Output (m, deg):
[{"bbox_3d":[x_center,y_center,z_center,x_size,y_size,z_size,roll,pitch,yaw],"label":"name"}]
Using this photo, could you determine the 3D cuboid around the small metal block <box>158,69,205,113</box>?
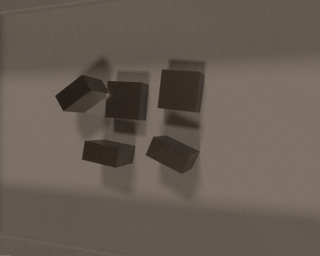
[{"bbox_3d":[0.027,-0.047,0.400,0.050,0.025,0.050,7,92,19],"label":"small metal block"}]

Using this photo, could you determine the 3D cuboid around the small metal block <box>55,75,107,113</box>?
[{"bbox_3d":[-0.107,-0.046,0.434,0.050,0.050,0.025,-34,80,16],"label":"small metal block"}]

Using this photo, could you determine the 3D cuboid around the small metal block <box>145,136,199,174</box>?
[{"bbox_3d":[0.017,0.032,0.390,0.050,0.050,0.025,26,99,18],"label":"small metal block"}]

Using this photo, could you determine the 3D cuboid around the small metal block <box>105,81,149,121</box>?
[{"bbox_3d":[-0.045,-0.037,0.426,0.050,0.025,0.050,5,92,19],"label":"small metal block"}]

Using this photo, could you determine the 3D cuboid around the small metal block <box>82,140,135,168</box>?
[{"bbox_3d":[-0.068,0.033,0.420,0.050,0.050,0.025,11,94,19],"label":"small metal block"}]
